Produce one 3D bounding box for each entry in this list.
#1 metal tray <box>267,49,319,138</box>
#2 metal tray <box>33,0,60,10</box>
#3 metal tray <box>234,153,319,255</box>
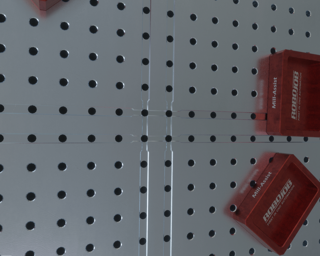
[{"bbox_3d":[0.217,-0.051,0.489,0.091,0.030,0.129,3,89,-20],"label":"metal tray"},{"bbox_3d":[-0.118,-0.215,0.365,0.130,0.030,0.090,-43,104,-15],"label":"metal tray"},{"bbox_3d":[0.185,0.114,0.477,0.090,0.030,0.130,43,76,-15],"label":"metal tray"}]
